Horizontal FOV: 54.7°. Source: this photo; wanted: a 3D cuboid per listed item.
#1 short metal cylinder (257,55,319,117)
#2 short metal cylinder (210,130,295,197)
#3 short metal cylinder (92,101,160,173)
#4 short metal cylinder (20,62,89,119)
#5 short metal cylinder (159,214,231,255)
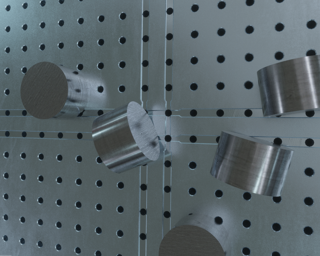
[{"bbox_3d":[0.149,-0.042,0.331,0.080,0.080,0.050,-8,87,19],"label":"short metal cylinder"},{"bbox_3d":[0.102,0.038,0.347,0.080,0.080,0.050,16,96,19],"label":"short metal cylinder"},{"bbox_3d":[-0.042,0.012,0.397,0.050,0.080,0.080,-22,83,18],"label":"short metal cylinder"},{"bbox_3d":[-0.153,-0.052,0.452,0.080,0.050,0.079,0,90,19],"label":"short metal cylinder"},{"bbox_3d":[0.045,0.152,0.383,0.080,0.050,0.079,0,90,19],"label":"short metal cylinder"}]
